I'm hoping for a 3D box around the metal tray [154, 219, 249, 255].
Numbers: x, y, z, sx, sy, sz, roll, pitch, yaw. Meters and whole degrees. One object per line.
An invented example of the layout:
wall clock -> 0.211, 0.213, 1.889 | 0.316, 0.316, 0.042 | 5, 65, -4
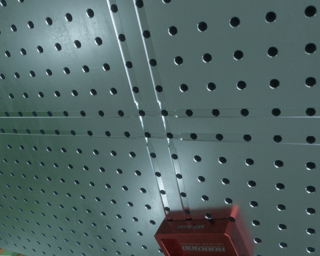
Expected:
metal tray -> 0.066, 0.190, 0.489 | 0.130, 0.030, 0.090 | -14, 112, 33
